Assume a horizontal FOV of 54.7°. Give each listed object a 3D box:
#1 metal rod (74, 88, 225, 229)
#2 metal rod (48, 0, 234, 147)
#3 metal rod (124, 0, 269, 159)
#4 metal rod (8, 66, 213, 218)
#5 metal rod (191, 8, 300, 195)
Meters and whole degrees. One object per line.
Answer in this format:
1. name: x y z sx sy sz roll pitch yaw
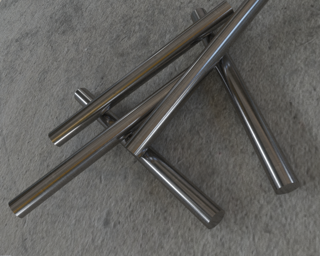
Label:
1. metal rod: -0.035 0.020 0.408 0.025 0.025 0.300 -47 52 -5
2. metal rod: -0.028 -0.073 0.427 0.300 0.025 0.025 -37 51 3
3. metal rod: 0.060 -0.086 0.390 0.025 0.025 0.300 33 79 38
4. metal rod: -0.053 0.005 0.392 0.301 0.025 0.025 -38 51 -11
5. metal rod: 0.092 -0.058 0.390 0.025 0.025 0.299 -25 53 13
